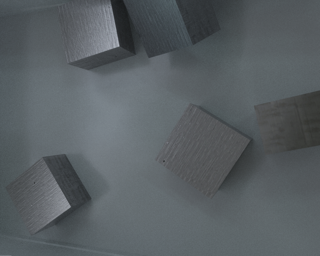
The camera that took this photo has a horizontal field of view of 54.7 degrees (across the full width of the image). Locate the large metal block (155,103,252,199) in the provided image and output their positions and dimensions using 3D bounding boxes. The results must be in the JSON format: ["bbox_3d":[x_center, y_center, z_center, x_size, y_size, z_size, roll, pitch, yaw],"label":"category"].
[{"bbox_3d":[0.054,0.026,0.378,0.080,0.050,0.080,34,101,16],"label":"large metal block"}]

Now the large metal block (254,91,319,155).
[{"bbox_3d":[0.148,-0.007,0.329,0.080,0.080,0.050,-13,86,19],"label":"large metal block"}]

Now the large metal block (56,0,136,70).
[{"bbox_3d":[-0.087,-0.133,0.427,0.080,0.050,0.080,-13,86,19],"label":"large metal block"}]

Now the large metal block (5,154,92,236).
[{"bbox_3d":[-0.163,0.095,0.453,0.080,0.050,0.080,-37,79,16],"label":"large metal block"}]

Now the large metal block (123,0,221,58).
[{"bbox_3d":[0.012,-0.134,0.359,0.080,0.050,0.080,0,121,52],"label":"large metal block"}]
